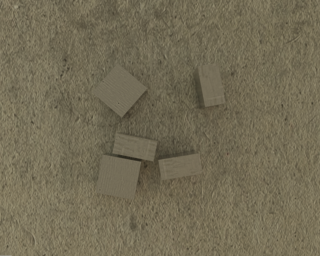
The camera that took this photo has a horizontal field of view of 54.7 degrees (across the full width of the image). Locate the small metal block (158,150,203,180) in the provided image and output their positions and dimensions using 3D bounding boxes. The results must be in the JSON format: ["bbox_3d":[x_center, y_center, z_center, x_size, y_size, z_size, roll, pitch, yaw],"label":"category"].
[{"bbox_3d":[0.025,0.046,0.398,0.050,0.050,0.025,-9,90,0],"label":"small metal block"}]

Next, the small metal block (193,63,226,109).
[{"bbox_3d":[0.062,-0.052,0.398,0.025,0.050,0.050,-11,90,0],"label":"small metal block"}]

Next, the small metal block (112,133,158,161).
[{"bbox_3d":[-0.030,0.023,0.397,0.050,0.050,0.025,12,90,0],"label":"small metal block"}]

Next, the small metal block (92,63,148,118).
[{"bbox_3d":[-0.052,-0.048,0.409,0.050,0.025,0.050,41,90,0],"label":"small metal block"}]

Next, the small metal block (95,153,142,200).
[{"bbox_3d":[-0.053,0.063,0.409,0.050,0.025,0.050,11,90,0],"label":"small metal block"}]
